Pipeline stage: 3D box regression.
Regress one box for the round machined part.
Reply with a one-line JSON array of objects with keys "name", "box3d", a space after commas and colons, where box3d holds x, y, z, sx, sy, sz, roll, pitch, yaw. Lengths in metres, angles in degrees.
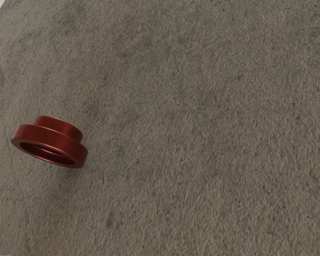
[{"name": "round machined part", "box3d": [-0.145, 0.017, 0.424, 0.098, 0.098, 0.042, 2, 63, 29]}]
